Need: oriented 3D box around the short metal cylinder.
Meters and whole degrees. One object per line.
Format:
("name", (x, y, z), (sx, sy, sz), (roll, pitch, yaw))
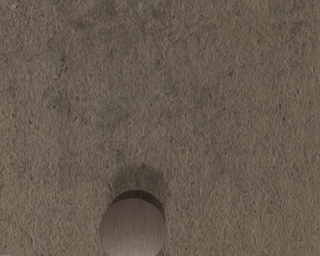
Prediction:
("short metal cylinder", (-0.033, 0.124, 0.397), (0.081, 0.050, 0.079), (0, 90, -1))
